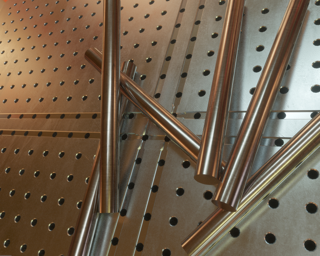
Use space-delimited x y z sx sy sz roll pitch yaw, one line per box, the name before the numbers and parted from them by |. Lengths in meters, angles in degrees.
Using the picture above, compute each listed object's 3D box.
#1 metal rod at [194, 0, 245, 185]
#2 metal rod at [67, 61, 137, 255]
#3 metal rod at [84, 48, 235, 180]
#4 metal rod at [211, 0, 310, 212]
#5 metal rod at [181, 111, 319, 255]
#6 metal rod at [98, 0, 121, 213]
metal rod | 0.081 -0.071 0.390 0.025 0.025 0.300 -2 54 27
metal rod | -0.074 0.033 0.428 0.025 0.025 0.300 -4 60 26
metal rod | -0.016 -0.030 0.414 0.025 0.025 0.300 -45 58 -3
metal rod | 0.124 -0.048 0.355 0.025 0.025 0.300 11 62 33
metal rod | 0.140 0.025 0.320 0.300 0.025 0.025 -43 51 -2
metal rod | -0.066 -0.041 0.417 0.025 0.025 0.299 -8 74 24
